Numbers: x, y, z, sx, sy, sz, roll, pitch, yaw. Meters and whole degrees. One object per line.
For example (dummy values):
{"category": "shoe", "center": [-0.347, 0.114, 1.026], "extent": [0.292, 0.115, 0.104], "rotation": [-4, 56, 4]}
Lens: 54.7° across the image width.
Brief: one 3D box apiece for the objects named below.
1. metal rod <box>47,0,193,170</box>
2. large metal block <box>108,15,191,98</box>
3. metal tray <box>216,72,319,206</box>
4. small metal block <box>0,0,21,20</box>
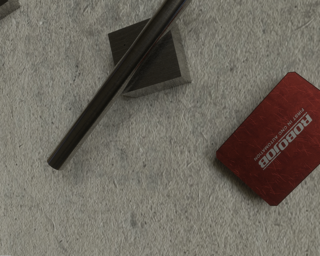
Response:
{"category": "metal rod", "center": [-0.043, -0.066, 0.370], "extent": [0.025, 0.025, 0.299], "rotation": [43, 103, 14]}
{"category": "large metal block", "center": [-0.012, -0.090, 0.399], "extent": [0.080, 0.050, 0.080], "rotation": [-14, 85, 19]}
{"category": "metal tray", "center": [0.141, 0.013, 0.357], "extent": [0.090, 0.030, 0.130], "rotation": [43, 103, 14]}
{"category": "small metal block", "center": [-0.260, -0.209, 0.498], "extent": [0.050, 0.025, 0.050], "rotation": [-23, 83, 18]}
